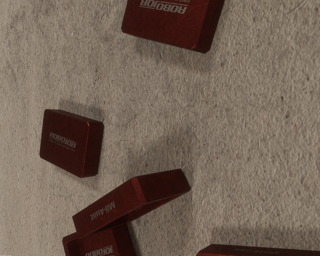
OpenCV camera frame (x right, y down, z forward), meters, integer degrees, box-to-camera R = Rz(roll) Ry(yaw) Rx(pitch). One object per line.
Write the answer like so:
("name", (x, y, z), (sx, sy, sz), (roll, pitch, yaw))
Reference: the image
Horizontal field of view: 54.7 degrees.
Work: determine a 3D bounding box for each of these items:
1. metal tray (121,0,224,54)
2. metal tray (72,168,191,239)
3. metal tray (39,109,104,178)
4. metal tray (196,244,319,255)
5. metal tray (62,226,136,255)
("metal tray", (0.013, -0.152, 0.389), (0.130, 0.030, 0.089), (25, 106, 36))
("metal tray", (-0.037, 0.096, 0.391), (0.130, 0.091, 0.030), (-36, 68, 34))
("metal tray", (-0.153, 0.022, 0.525), (0.130, 0.030, 0.089), (15, 100, 38))
("metal tray", (0.105, 0.171, 0.314), (0.130, 0.030, 0.090), (-13, 82, 39))
("metal tray", (-0.094, 0.196, 0.476), (0.130, 0.030, 0.090), (-31, 71, 35))
